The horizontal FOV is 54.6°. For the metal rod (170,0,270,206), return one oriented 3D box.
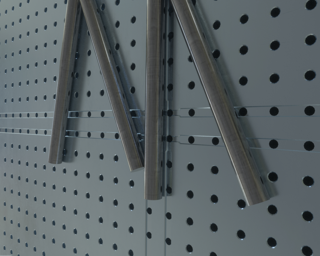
[{"bbox_3d":[0.058,-0.060,0.361,0.025,0.025,0.299,-29,72,36],"label":"metal rod"}]

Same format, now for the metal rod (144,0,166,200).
[{"bbox_3d":[-0.007,-0.055,0.416,0.025,0.025,0.298,2,91,40],"label":"metal rod"}]

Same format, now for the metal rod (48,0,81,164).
[{"bbox_3d":[-0.168,-0.083,0.550,0.025,0.025,0.298,16,100,39],"label":"metal rod"}]

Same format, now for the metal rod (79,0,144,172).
[{"bbox_3d":[-0.075,-0.079,0.472,0.025,0.025,0.299,-30,72,36],"label":"metal rod"}]
